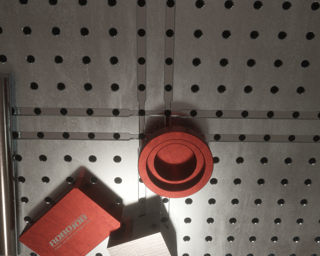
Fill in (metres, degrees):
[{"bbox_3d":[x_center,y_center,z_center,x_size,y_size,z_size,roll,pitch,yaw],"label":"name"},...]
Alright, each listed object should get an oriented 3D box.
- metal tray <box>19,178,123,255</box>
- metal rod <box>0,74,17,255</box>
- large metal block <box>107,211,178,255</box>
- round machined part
[{"bbox_3d":[-0.131,0.146,0.463,0.130,0.030,0.090,-42,105,13],"label":"metal tray"},{"bbox_3d":[-0.219,0.073,0.437,0.025,0.025,0.298,7,110,-3],"label":"metal rod"},{"bbox_3d":[-0.024,0.183,0.467,0.080,0.050,0.080,-19,109,6],"label":"large metal block"},{"bbox_3d":[0.020,0.042,0.420,0.099,0.042,0.097,0,110,-1],"label":"round machined part"}]
